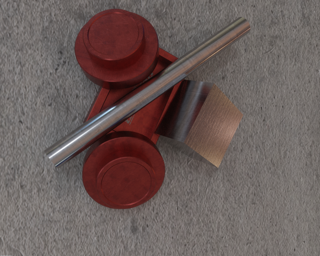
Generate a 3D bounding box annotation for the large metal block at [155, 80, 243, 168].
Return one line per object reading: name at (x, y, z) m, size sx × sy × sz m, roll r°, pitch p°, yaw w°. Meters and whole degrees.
large metal block at (0.053, -0.005, 0.402) m, size 0.080 × 0.050 × 0.080 m, roll 36°, pitch 77°, yaw -41°

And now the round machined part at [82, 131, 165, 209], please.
round machined part at (-0.041, 0.056, 0.368) m, size 0.099 × 0.042 × 0.097 m, roll -4°, pitch 111°, yaw -11°

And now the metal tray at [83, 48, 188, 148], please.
metal tray at (-0.029, -0.043, 0.397) m, size 0.090 × 0.030 × 0.130 m, roll 26°, pitch 81°, yaw -18°

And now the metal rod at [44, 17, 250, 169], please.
metal rod at (-0.002, -0.052, 0.378) m, size 0.301 × 0.025 × 0.025 m, roll -37°, pitch 102°, yaw -16°

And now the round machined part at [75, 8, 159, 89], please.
round machined part at (-0.051, -0.098, 0.361) m, size 0.099 × 0.042 × 0.098 m, roll 0°, pitch 71°, yaw 1°
